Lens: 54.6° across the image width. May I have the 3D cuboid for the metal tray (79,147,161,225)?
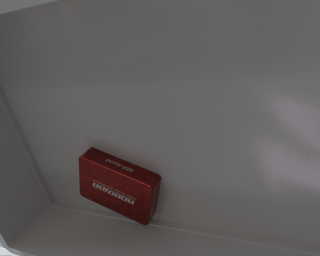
[{"bbox_3d":[-0.067,0.094,0.500,0.130,0.030,0.089,20,126,16],"label":"metal tray"}]
